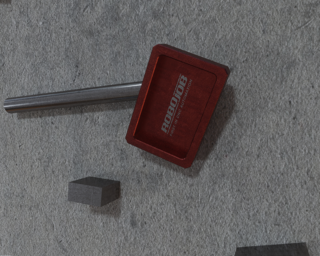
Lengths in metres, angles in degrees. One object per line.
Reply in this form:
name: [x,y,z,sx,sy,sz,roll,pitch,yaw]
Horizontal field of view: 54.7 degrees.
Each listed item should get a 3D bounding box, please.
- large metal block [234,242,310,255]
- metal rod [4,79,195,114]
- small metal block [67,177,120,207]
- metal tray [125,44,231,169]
large metal block: [0.133,0.181,0.349,0.080,0.050,0.080,-12,86,19]
metal rod: [-0.095,-0.045,0.441,0.301,0.025,0.025,-4,89,19]
small metal block: [-0.090,0.086,0.426,0.050,0.050,0.025,5,92,19]
metal tray: [0.019,-0.026,0.378,0.090,0.030,0.129,23,111,11]
